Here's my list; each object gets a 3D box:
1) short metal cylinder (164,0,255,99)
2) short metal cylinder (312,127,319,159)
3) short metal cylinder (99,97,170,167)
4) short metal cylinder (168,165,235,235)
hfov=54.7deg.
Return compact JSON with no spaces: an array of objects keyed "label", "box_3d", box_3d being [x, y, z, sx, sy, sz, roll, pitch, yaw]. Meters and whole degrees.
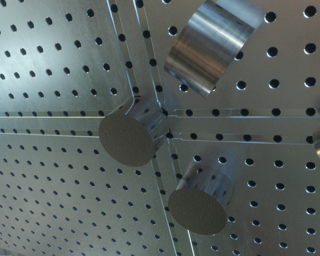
[{"label":"short metal cylinder","box_3d":[0.048,-0.076,0.303,0.050,0.080,0.079,35,129,4]},{"label":"short metal cylinder","box_3d":[0.192,0.022,0.289,0.080,0.080,0.050,45,129,-3]},{"label":"short metal cylinder","box_3d":[-0.034,0.005,0.415,0.080,0.050,0.079,13,124,20]},{"label":"short metal cylinder","box_3d":[0.058,0.098,0.425,0.080,0.050,0.079,13,124,20]}]
